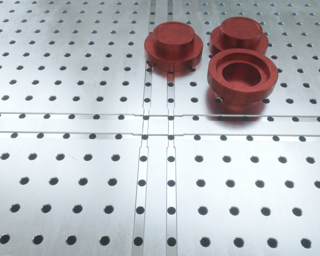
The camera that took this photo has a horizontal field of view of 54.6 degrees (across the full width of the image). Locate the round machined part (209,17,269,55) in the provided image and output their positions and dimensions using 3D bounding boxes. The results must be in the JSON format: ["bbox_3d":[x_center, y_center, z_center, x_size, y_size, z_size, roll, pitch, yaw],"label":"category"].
[{"bbox_3d":[0.135,-0.153,0.526,0.099,0.042,0.098,0,50,0],"label":"round machined part"}]

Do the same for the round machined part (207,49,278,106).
[{"bbox_3d":[0.118,-0.071,0.457,0.099,0.042,0.098,0,50,0],"label":"round machined part"}]

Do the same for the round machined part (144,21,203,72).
[{"bbox_3d":[0.023,-0.141,0.515,0.099,0.042,0.098,0,50,0],"label":"round machined part"}]
